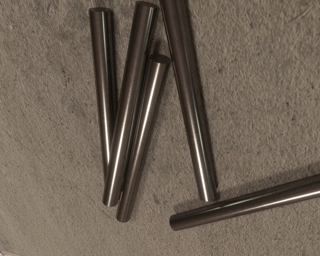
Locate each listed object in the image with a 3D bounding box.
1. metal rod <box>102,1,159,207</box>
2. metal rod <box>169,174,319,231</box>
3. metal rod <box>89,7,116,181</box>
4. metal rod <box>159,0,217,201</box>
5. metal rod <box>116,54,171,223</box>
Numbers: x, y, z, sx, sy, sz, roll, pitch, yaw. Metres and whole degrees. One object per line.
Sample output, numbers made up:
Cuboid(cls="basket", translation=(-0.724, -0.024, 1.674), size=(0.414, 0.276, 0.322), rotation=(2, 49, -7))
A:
Cuboid(cls="metal rod", translation=(-0.046, -0.009, 0.408), size=(0.025, 0.025, 0.298), rotation=(23, 122, 14))
Cuboid(cls="metal rod", translation=(0.129, 0.092, 0.395), size=(0.299, 0.025, 0.025), rotation=(-28, 103, 37))
Cuboid(cls="metal rod", translation=(-0.074, -0.011, 0.436), size=(0.025, 0.025, 0.298), rotation=(15, 125, 19))
Cuboid(cls="metal rod", translation=(0.035, -0.038, 0.364), size=(0.025, 0.025, 0.298), rotation=(1, 119, 27))
Cuboid(cls="metal rod", translation=(-0.031, 0.036, 0.443), size=(0.025, 0.025, 0.298), rotation=(25, 127, 12))
